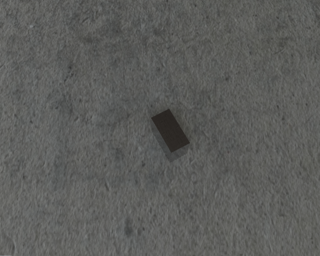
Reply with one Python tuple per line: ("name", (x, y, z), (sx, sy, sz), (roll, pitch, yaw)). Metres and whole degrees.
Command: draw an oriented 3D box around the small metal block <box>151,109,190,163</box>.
("small metal block", (0.012, 0.011, 0.391), (0.025, 0.050, 0.050), (-27, 73, -10))
